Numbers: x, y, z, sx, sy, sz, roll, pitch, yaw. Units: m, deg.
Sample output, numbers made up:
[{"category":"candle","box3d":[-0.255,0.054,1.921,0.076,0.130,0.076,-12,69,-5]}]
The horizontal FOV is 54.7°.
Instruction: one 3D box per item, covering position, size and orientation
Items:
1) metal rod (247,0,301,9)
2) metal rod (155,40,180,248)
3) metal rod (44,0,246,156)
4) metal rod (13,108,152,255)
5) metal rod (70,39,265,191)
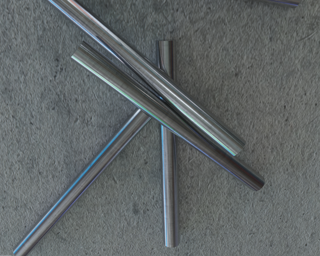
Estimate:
[{"category":"metal rod","box3d":[0.008,-0.173,0.345,0.302,0.025,0.025,9,110,-4]},{"category":"metal rod","box3d":[0.012,0.034,0.422,0.025,0.025,0.298,-2,110,0]},{"category":"metal rod","box3d":[-0.021,-0.071,0.361,0.300,0.025,0.025,39,105,-5]},{"category":"metal rod","box3d":[-0.116,0.084,0.439,0.025,0.025,0.299,39,105,-13]},{"category":"metal rod","box3d":[0.025,-0.002,0.384,0.301,0.025,0.025,36,106,-22]}]
